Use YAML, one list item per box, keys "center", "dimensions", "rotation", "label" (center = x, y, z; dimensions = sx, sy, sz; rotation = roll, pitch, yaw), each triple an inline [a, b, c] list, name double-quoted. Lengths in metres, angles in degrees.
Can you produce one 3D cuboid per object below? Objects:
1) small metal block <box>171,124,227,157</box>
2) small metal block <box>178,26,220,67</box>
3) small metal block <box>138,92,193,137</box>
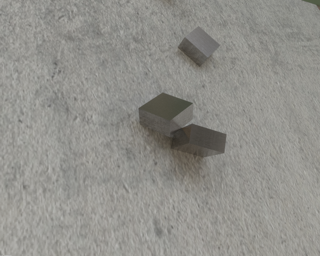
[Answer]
- center: [0.050, 0.018, 0.402]
  dimensions: [0.050, 0.050, 0.025]
  rotation: [16, 73, -20]
  label: "small metal block"
- center: [0.067, -0.139, 0.527]
  dimensions: [0.050, 0.025, 0.050]
  rotation: [42, 51, 0]
  label: "small metal block"
- center: [0.008, -0.019, 0.406]
  dimensions: [0.050, 0.025, 0.050]
  rotation: [23, 43, 31]
  label: "small metal block"
